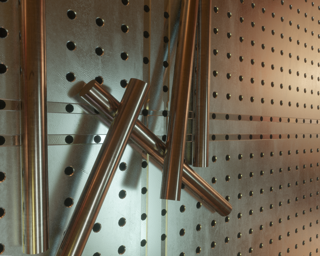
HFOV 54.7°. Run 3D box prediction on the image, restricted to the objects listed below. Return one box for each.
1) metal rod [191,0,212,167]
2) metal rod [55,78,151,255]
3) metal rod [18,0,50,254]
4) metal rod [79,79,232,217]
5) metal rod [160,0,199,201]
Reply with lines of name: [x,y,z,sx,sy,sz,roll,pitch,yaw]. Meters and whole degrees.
metal rod: [0.063,-0.092,0.463,0.025,0.025,0.298,2,89,-40]
metal rod: [-0.077,0.086,0.327,0.025,0.025,0.299,29,78,-37]
metal rod: [-0.125,-0.029,0.305,0.025,0.025,0.298,-1,91,-40]
metal rod: [0.012,0.044,0.421,0.300,0.025,0.025,43,64,-32]
metal rod: [0.029,-0.056,0.414,0.025,0.025,0.299,18,72,-39]
